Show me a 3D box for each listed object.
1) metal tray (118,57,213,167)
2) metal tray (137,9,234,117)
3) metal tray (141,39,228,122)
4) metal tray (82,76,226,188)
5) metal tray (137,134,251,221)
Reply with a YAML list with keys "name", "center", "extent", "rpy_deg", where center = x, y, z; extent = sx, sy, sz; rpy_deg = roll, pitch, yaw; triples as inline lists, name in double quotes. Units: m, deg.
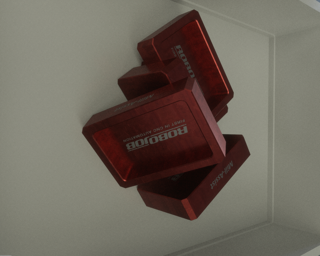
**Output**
- name: "metal tray"
  center: [0.014, -0.015, 0.374]
  extent: [0.030, 0.090, 0.130]
  rpy_deg: [-45, 117, -31]
- name: "metal tray"
  center: [0.038, -0.071, 0.396]
  extent: [0.090, 0.030, 0.130]
  rpy_deg: [-44, 116, -31]
- name: "metal tray"
  center: [0.039, -0.055, 0.438]
  extent: [0.090, 0.030, 0.130]
  rpy_deg: [-41, 114, -31]
- name: "metal tray"
  center: [-0.006, 0.010, 0.334]
  extent: [0.090, 0.130, 0.030]
  rpy_deg: [60, 25, -23]
- name: "metal tray"
  center: [0.045, 0.055, 0.402]
  extent: [0.131, 0.090, 0.030]
  rpy_deg: [-40, 115, -33]
